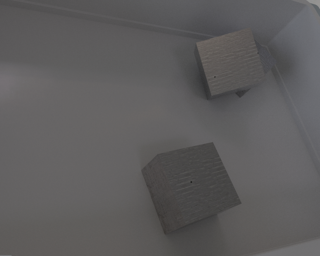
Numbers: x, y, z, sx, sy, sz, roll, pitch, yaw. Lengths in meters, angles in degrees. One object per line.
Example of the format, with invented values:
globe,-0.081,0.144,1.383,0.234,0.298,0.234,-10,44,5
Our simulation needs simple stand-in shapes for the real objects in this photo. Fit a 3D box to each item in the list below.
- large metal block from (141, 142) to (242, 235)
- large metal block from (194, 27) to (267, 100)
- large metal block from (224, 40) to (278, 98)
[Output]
large metal block,0.035,0.069,0.366,0.081,0.050,0.080,-9,67,-32
large metal block,0.102,-0.094,0.465,0.080,0.050,0.080,-16,87,2
large metal block,0.142,-0.112,0.534,0.080,0.050,0.080,46,51,3
